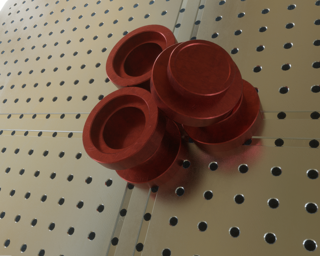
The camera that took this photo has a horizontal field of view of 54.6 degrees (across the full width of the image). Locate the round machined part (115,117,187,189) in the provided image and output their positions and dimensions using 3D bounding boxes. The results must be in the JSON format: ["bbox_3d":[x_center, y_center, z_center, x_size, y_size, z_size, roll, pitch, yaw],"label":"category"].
[{"bbox_3d":[-0.019,0.024,0.395,0.098,0.042,0.098,-13,56,21],"label":"round machined part"}]

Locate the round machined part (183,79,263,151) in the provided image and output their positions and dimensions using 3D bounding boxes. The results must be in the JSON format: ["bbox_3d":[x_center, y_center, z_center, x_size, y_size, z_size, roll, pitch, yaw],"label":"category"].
[{"bbox_3d":[0.071,-0.024,0.376,0.098,0.042,0.098,-13,56,21],"label":"round machined part"}]

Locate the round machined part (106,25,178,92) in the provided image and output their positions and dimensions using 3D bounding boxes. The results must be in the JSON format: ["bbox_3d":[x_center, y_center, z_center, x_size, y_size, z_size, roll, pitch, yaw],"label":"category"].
[{"bbox_3d":[-0.018,-0.083,0.404,0.098,0.042,0.098,-13,56,21],"label":"round machined part"}]

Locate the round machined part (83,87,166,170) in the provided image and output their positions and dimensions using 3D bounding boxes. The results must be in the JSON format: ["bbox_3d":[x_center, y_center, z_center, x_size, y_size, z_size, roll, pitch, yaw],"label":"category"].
[{"bbox_3d":[-0.037,0.004,0.361,0.098,0.042,0.098,-13,56,21],"label":"round machined part"}]

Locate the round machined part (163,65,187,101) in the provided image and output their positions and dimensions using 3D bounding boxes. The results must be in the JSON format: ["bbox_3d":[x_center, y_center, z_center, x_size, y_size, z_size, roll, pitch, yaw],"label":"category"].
[{"bbox_3d":[0.002,-0.063,0.437,0.098,0.042,0.098,-13,56,21],"label":"round machined part"}]

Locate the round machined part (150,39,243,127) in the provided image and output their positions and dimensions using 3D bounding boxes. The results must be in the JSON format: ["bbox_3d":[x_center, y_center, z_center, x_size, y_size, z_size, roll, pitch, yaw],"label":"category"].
[{"bbox_3d":[0.040,-0.054,0.328,0.099,0.042,0.098,3,65,-6],"label":"round machined part"}]
